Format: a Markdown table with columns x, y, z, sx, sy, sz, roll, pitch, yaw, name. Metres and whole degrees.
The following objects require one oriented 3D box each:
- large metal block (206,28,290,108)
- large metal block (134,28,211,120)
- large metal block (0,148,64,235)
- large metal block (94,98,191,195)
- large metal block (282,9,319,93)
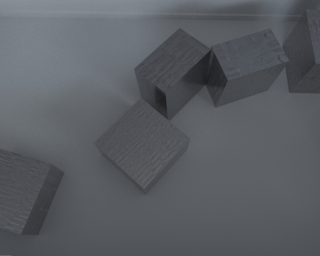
| x | y | z | sx | sy | sz | roll | pitch | yaw | name |
| --- | --- | --- | --- | --- | --- | --- | --- | --- | --- |
| 0.108 | -0.076 | 0.410 | 0.081 | 0.080 | 0.050 | -18 | 71 | -7 | large metal block |
| 0.018 | -0.066 | 0.403 | 0.050 | 0.080 | 0.080 | 40 | 75 | 18 | large metal block |
| -0.174 | 0.074 | 0.367 | 0.080 | 0.050 | 0.080 | 16 | 71 | 5 | large metal block |
| -0.021 | 0.023 | 0.388 | 0.080 | 0.050 | 0.080 | 41 | 75 | 13 | large metal block |
| 0.211 | -0.101 | 0.420 | 0.050 | 0.080 | 0.080 | 1 | 70 | 0 | large metal block |
